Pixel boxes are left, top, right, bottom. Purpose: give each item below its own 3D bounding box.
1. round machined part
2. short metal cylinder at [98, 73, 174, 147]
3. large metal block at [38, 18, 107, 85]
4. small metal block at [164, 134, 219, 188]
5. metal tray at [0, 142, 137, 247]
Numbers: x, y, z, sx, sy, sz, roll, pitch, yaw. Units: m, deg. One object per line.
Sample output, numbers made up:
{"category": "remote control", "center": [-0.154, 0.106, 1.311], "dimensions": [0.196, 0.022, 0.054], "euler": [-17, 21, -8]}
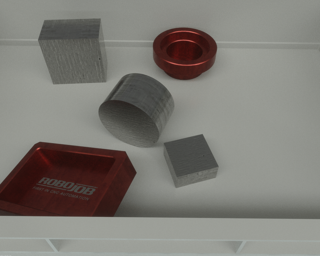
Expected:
{"category": "round machined part", "center": [0.038, -0.114, 0.490], "dimensions": [0.099, 0.042, 0.098], "euler": [0, 50, 0]}
{"category": "short metal cylinder", "center": [-0.029, -0.021, 0.387], "dimensions": [0.080, 0.080, 0.050], "euler": [18, 52, 14]}
{"category": "large metal block", "center": [-0.125, -0.113, 0.463], "dimensions": [0.081, 0.080, 0.050], "euler": [-3, 50, -3]}
{"category": "small metal block", "center": [0.036, 0.039, 0.373], "dimensions": [0.050, 0.025, 0.050], "euler": [-13, 51, -11]}
{"category": "metal tray", "center": [-0.101, 0.061, 0.321], "dimensions": [0.130, 0.030, 0.090], "euler": [4, 46, 27]}
